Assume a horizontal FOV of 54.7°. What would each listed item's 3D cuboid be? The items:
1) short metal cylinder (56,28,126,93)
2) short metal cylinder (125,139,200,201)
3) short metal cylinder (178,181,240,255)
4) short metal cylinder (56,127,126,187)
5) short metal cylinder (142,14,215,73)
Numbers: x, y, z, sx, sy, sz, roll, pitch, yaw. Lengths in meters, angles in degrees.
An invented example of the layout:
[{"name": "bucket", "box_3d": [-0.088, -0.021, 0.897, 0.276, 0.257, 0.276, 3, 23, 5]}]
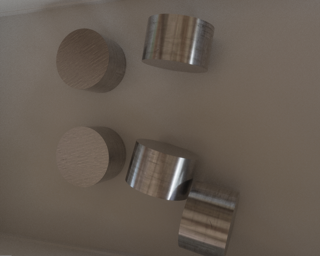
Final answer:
[{"name": "short metal cylinder", "box_3d": [-0.094, -0.091, 0.429, 0.080, 0.050, 0.079, 0, 90, 19]}, {"name": "short metal cylinder", "box_3d": [0.003, 0.049, 0.379, 0.080, 0.080, 0.050, 18, 96, 19]}, {"name": "short metal cylinder", "box_3d": [0.059, 0.107, 0.360, 0.050, 0.080, 0.079, 13, 94, 19]}, {"name": "short metal cylinder", "box_3d": [-0.094, 0.038, 0.429, 0.080, 0.050, 0.079, 0, 90, 19]}, {"name": "short metal cylinder", "box_3d": [0.022, -0.099, 0.373, 0.080, 0.080, 0.050, 10, 94, 19]}]
